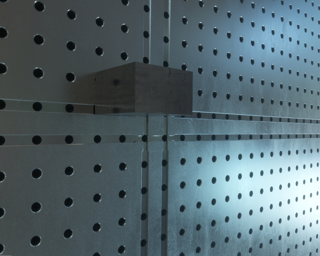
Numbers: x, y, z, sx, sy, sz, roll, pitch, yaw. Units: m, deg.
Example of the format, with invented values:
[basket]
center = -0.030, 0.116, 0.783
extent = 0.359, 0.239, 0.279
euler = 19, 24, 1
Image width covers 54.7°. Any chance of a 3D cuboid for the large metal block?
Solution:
[large metal block]
center = -0.019, -0.040, 0.359
extent = 0.081, 0.080, 0.050
euler = 1, 90, -40
